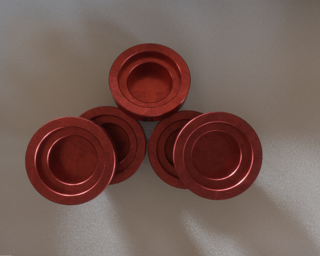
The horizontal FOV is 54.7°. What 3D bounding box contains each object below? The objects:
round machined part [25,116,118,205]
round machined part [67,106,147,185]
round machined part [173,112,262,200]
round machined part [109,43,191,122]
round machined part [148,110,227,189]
[{"bbox_3d":[-0.098,0.036,0.359,0.099,0.042,0.097,0,90,0],"label":"round machined part"},{"bbox_3d":[-0.066,0.022,0.401,0.099,0.042,0.097,0,90,0],"label":"round machined part"},{"bbox_3d":[0.064,0.031,0.360,0.099,0.042,0.097,0,90,0],"label":"round machined part"},{"bbox_3d":[-0.013,-0.053,0.391,0.099,0.042,0.098,1,72,-1],"label":"round machined part"},{"bbox_3d":[0.034,0.027,0.402,0.099,0.042,0.097,0,90,0],"label":"round machined part"}]
